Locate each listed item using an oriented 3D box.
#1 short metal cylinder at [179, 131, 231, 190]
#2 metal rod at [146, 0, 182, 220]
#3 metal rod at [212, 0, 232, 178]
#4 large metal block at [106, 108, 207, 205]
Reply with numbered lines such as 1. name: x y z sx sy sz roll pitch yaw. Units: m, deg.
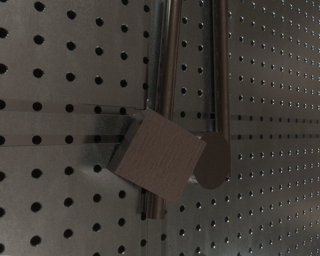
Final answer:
1. short metal cylinder: 0.056 0.044 0.443 0.081 0.050 0.079 0 90 -40
2. metal rod: 0.006 -0.031 0.416 0.025 0.025 0.298 8 85 -40
3. metal rod: 0.099 -0.071 0.494 0.025 0.025 0.298 -3 92 -40
4. large metal block: -0.005 0.033 0.369 0.080 0.050 0.080 31 78 -16
